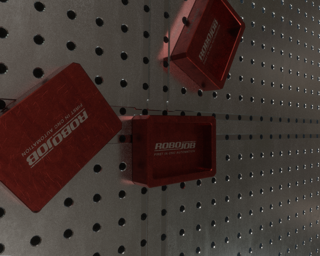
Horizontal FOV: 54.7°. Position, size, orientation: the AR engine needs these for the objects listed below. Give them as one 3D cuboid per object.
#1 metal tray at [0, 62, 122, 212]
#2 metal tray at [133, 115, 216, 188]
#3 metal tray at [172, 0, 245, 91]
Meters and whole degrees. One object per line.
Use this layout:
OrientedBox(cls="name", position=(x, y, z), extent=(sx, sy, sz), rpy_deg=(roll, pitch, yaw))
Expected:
OrientedBox(cls="metal tray", position=(-0.110, 0.006, 0.315), extent=(0.131, 0.030, 0.090), rpy_deg=(-48, 119, -29))
OrientedBox(cls="metal tray", position=(0.024, 0.028, 0.428), extent=(0.131, 0.030, 0.089), rpy_deg=(-1, 91, -40))
OrientedBox(cls="metal tray", position=(0.078, -0.134, 0.473), extent=(0.090, 0.030, 0.130), rpy_deg=(36, 68, -35))
